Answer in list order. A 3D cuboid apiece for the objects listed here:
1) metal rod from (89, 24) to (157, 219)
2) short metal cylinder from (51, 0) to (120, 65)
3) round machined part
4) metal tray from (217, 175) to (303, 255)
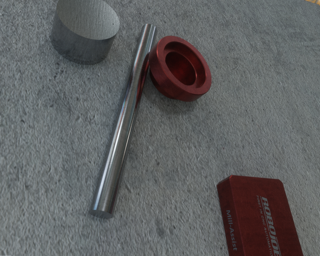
[{"bbox_3d":[-0.039,-0.033,0.402,0.025,0.025,0.300,21,54,-16],"label":"metal rod"},{"bbox_3d":[-0.100,-0.132,0.414,0.081,0.050,0.080,14,56,-21],"label":"short metal cylinder"},{"bbox_3d":[0.024,-0.080,0.447,0.099,0.042,0.098,20,54,-30],"label":"round machined part"},{"bbox_3d":[0.127,0.128,0.391,0.091,0.030,0.130,9,58,-24],"label":"metal tray"}]
